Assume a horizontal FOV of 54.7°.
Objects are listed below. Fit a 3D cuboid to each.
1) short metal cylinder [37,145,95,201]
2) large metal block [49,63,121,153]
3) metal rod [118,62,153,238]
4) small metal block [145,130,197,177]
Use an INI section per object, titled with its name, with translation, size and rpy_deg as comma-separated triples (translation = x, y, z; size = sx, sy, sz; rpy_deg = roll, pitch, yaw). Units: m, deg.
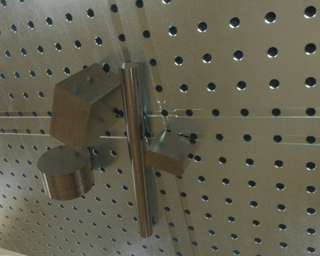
[short metal cylinder]
translation = -0.148, 0.069, 0.494
size = 0.080, 0.080, 0.050
rpy_deg = 12, 123, 21
[large metal block]
translation = -0.094, -0.028, 0.406
size = 0.050, 0.080, 0.079
rpy_deg = 29, 128, 9
[metal rod]
translation = -0.031, 0.051, 0.457
size = 0.025, 0.025, 0.298
rpy_deg = 11, 123, 22
[small metal block]
translation = 0.015, 0.032, 0.406
size = 0.050, 0.050, 0.025
rpy_deg = 18, 125, 17
